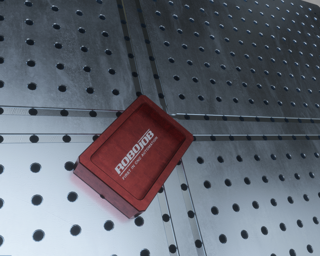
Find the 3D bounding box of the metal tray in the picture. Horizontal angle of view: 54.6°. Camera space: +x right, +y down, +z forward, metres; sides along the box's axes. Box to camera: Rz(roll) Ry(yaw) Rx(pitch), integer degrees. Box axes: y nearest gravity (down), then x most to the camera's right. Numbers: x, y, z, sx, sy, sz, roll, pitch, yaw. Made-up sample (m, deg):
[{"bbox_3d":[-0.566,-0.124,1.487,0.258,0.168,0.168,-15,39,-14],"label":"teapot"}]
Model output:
[{"bbox_3d":[-0.026,0.029,0.372,0.090,0.030,0.131,40,51,-1],"label":"metal tray"}]
